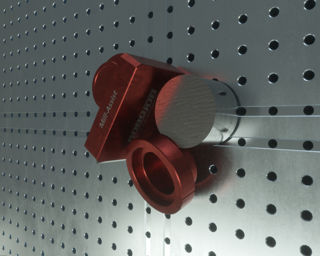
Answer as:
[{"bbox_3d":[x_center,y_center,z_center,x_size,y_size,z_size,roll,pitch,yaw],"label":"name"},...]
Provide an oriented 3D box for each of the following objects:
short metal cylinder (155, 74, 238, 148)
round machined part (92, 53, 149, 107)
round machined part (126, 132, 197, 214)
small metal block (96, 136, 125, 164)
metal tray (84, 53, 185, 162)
[{"bbox_3d":[0.041,-0.018,0.354,0.080,0.050,0.079,0,90,40],"label":"short metal cylinder"},{"bbox_3d":[-0.059,-0.058,0.441,0.098,0.042,0.097,0,90,40],"label":"round machined part"},{"bbox_3d":[0.006,0.050,0.373,0.098,0.042,0.097,29,131,38],"label":"round machined part"},{"bbox_3d":[-0.067,0.022,0.442,0.025,0.050,0.050,-19,78,38],"label":"small metal block"},{"bbox_3d":[-0.030,-0.021,0.386,0.030,0.091,0.129,40,114,33],"label":"metal tray"}]
